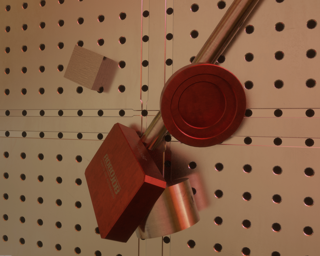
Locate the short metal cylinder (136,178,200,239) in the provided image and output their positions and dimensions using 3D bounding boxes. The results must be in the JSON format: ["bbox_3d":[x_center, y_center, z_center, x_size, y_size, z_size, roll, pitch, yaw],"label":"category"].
[{"bbox_3d":[0.004,0.097,0.381,0.080,0.080,0.050,-17,84,19],"label":"short metal cylinder"}]

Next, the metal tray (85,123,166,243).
[{"bbox_3d":[-0.049,0.062,0.384,0.090,0.030,0.130,-56,33,13],"label":"metal tray"}]

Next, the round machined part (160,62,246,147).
[{"bbox_3d":[0.048,-0.029,0.372,0.099,0.042,0.097,-1,107,-5],"label":"round machined part"}]

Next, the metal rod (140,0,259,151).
[{"bbox_3d":[0.066,-0.098,0.389,0.025,0.025,0.299,38,102,16],"label":"metal rod"}]

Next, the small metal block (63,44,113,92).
[{"bbox_3d":[-0.104,-0.086,0.448,0.050,0.025,0.050,25,98,18],"label":"small metal block"}]
